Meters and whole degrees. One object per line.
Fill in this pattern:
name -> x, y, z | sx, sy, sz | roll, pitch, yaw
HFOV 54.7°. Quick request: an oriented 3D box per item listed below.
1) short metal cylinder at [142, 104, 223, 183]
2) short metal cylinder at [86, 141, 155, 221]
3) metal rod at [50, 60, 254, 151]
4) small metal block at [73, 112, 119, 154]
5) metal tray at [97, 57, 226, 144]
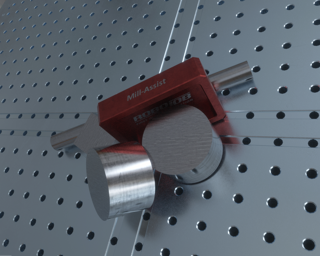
short metal cylinder -> 0.027, 0.019, 0.355 | 0.080, 0.050, 0.080 | -8, 67, 21
short metal cylinder -> -0.047, 0.058, 0.348 | 0.050, 0.079, 0.080 | -9, 45, -28
metal rod -> -0.023, -0.025, 0.431 | 0.301, 0.025, 0.025 | -19, 54, 16
small metal block -> -0.081, 0.014, 0.421 | 0.050, 0.025, 0.050 | 33, 96, 19
metal tray -> 0.004, -0.021, 0.373 | 0.130, 0.090, 0.030 | -24, 53, 13
